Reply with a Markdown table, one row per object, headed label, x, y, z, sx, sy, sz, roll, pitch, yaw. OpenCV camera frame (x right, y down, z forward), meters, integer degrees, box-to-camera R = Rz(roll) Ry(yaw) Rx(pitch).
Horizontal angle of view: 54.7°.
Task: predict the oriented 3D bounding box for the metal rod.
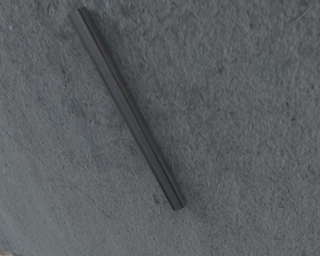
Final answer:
| label | x | y | z | sx | sy | sz | roll | pitch | yaw |
| --- | --- | --- | --- | --- | --- | --- | --- | --- | --- |
| metal rod | -0.035 | -0.013 | 0.415 | 0.025 | 0.025 | 0.299 | -15 | 111 | 34 |
